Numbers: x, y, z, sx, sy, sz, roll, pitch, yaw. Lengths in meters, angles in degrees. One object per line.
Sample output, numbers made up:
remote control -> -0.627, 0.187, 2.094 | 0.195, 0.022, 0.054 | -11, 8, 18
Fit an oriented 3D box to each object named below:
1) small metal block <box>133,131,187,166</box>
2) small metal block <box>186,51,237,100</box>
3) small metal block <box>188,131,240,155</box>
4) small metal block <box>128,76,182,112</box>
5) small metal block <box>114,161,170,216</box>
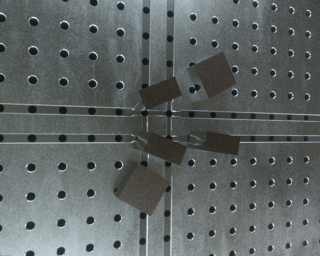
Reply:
small metal block -> -0.001, 0.025, 0.399 | 0.050, 0.050, 0.025 | 23, 83, -19
small metal block -> 0.073, -0.074, 0.439 | 0.050, 0.025, 0.050 | -29, 100, -18
small metal block -> 0.073, 0.020, 0.426 | 0.050, 0.050, 0.025 | 10, 87, -20
small metal block -> -0.007, -0.042, 0.396 | 0.050, 0.050, 0.025 | -24, 98, -18
small metal block -> -0.023, 0.078, 0.404 | 0.050, 0.025, 0.050 | 34, 79, -17
